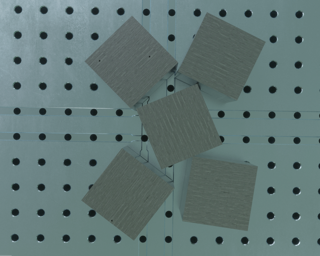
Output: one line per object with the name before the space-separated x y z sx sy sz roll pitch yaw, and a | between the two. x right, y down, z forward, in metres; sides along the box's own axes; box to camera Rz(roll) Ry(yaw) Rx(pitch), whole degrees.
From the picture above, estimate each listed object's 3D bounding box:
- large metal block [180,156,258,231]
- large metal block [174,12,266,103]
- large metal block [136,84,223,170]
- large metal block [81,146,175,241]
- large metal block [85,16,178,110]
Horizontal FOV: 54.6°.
large metal block | 0.073 0.080 0.401 0.080 0.050 0.080 9 90 -1
large metal block | 0.074 -0.087 0.400 0.080 0.050 0.080 26 90 -3
large metal block | 0.024 -0.002 0.400 0.080 0.050 0.080 -23 90 0
large metal block | -0.039 0.080 0.399 0.080 0.050 0.080 38 90 0
large metal block | -0.034 -0.080 0.400 0.080 0.050 0.080 -44 90 0
